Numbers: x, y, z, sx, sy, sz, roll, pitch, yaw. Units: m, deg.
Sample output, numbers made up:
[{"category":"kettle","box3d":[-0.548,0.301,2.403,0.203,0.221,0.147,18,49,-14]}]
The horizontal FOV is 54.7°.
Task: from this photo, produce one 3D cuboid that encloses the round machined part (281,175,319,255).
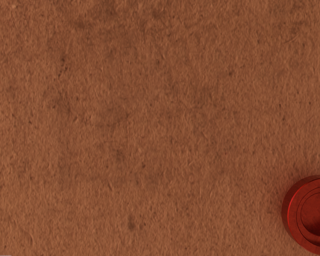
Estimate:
[{"category":"round machined part","box3d":[0.207,0.110,0.404,0.099,0.042,0.097,0,90,-1]}]
